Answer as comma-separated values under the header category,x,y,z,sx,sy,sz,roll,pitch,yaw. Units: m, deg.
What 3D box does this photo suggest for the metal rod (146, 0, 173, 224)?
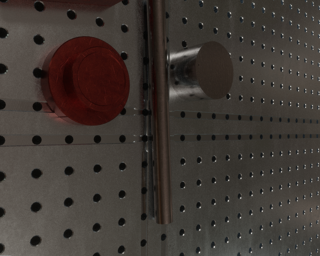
category,x,y,z,sx,sy,sz,roll,pitch,yaw
metal rod,0.000,-0.024,0.410,0.025,0.025,0.298,-4,93,-40

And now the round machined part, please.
category,x,y,z,sx,sy,sz,roll,pitch,yaw
round machined part,-0.073,-0.051,0.338,0.099,0.042,0.097,0,90,-40

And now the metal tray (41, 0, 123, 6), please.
category,x,y,z,sx,sy,sz,roll,pitch,yaw
metal tray,-0.100,-0.181,0.322,0.131,0.030,0.089,-14,99,-39

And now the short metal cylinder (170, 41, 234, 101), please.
category,x,y,z,sx,sy,sz,roll,pitch,yaw
short metal cylinder,0.061,-0.080,0.446,0.081,0.050,0.079,0,90,-40
